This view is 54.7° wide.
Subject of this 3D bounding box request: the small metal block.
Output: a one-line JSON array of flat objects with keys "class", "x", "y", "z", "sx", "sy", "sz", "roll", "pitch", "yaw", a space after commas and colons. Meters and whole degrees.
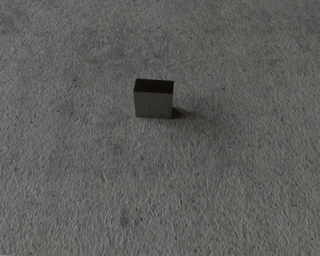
[{"class": "small metal block", "x": -0.008, "y": -0.039, "z": 0.420, "sx": 0.050, "sy": 0.050, "sz": 0.025, "roll": 4, "pitch": 50, "yaw": 3}]
